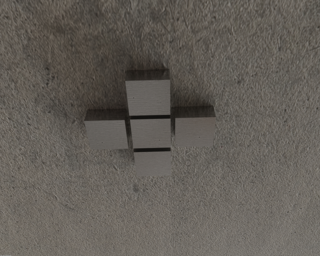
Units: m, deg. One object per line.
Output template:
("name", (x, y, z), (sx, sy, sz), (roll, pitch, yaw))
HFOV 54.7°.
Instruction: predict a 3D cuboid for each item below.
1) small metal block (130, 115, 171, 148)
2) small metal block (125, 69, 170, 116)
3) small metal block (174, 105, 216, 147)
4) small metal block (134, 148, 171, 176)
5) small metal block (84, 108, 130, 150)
("small metal block", (-0.011, 0.000, 0.409), (0.050, 0.025, 0.050), (-1, 130, 0))
("small metal block", (-0.013, -0.043, 0.372), (0.050, 0.025, 0.050), (-1, 130, 0))
("small metal block", (0.045, -0.002, 0.408), (0.050, 0.025, 0.050), (-1, 130, 0))
("small metal block", (-0.010, 0.043, 0.446), (0.050, 0.025, 0.050), (-2, 130, 1))
("small metal block", (-0.068, 0.002, 0.409), (0.050, 0.025, 0.050), (-1, 130, 0))
